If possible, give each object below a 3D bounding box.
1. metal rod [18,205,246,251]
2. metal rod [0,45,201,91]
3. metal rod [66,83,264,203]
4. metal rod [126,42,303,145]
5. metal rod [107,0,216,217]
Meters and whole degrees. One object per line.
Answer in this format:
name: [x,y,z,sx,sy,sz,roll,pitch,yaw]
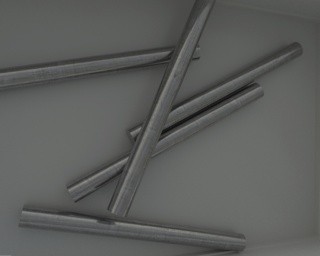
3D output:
metal rod: [-0.020,0.134,0.403,0.302,0.025,0.025,14,86,-20]
metal rod: [-0.089,-0.074,0.377,0.302,0.025,0.025,-13,95,-20]
metal rod: [0.020,0.011,0.417,0.302,0.025,0.025,-28,100,-18]
metal rod: [0.089,-0.056,0.442,0.302,0.025,0.025,-28,100,-18]
metal rod: [0.006,-0.037,0.384,0.025,0.025,0.299,25,82,-18]
